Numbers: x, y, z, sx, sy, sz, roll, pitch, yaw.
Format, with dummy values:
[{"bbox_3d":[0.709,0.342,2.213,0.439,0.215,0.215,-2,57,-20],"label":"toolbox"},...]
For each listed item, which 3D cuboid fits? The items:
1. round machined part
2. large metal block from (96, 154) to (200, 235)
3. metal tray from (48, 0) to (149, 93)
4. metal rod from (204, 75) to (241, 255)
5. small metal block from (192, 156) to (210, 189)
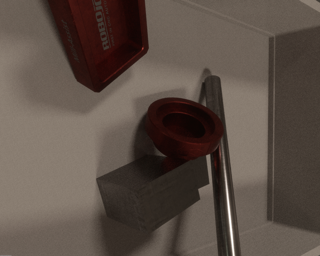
[{"bbox_3d":[0.028,0.005,0.397,0.099,0.098,0.042,-18,137,-39],"label":"round machined part"},{"bbox_3d":[-0.014,0.071,0.361,0.081,0.080,0.050,-22,105,-38],"label":"large metal block"},{"bbox_3d":[-0.055,-0.109,0.308,0.090,0.030,0.129,-46,155,-26],"label":"metal tray"},{"bbox_3d":[0.079,0.053,0.399,0.025,0.025,0.299,30,48,-36],"label":"metal rod"},{"bbox_3d":[0.042,0.062,0.445,0.050,0.025,0.050,-14,99,-39],"label":"small metal block"}]
